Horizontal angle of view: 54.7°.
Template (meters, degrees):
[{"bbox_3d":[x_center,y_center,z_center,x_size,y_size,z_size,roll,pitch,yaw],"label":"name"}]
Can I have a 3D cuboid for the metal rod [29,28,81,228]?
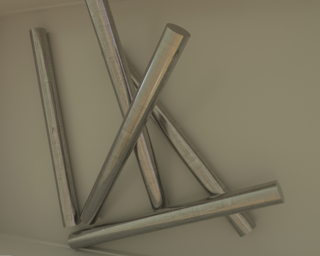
[{"bbox_3d":[-0.159,-0.003,0.466,0.025,0.025,0.298,-13,86,19],"label":"metal rod"}]

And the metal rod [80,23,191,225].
[{"bbox_3d":[-0.043,0.019,0.369,0.025,0.025,0.298,39,124,16],"label":"metal rod"}]

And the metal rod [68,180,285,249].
[{"bbox_3d":[0.001,0.116,0.392,0.300,0.025,0.025,-21,83,25],"label":"metal rod"}]

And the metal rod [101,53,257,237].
[{"bbox_3d":[0.017,0.007,0.404,0.025,0.025,0.300,-41,77,15],"label":"metal rod"}]

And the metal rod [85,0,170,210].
[{"bbox_3d":[-0.040,-0.036,0.377,0.025,0.025,0.298,-12,104,20],"label":"metal rod"}]
